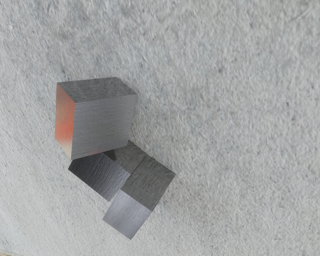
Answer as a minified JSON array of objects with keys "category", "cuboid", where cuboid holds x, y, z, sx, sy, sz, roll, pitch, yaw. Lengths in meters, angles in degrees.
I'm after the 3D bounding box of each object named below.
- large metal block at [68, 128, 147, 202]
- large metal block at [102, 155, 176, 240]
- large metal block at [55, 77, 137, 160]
[{"category":"large metal block","cuboid":[-0.079,0.051,0.462,0.080,0.050,0.080,38,129,2]},{"category":"large metal block","cuboid":[-0.030,0.099,0.447,0.050,0.080,0.079,35,129,5]},{"category":"large metal block","cuboid":[-0.083,-0.015,0.391,0.050,0.081,0.079,42,131,37]}]
